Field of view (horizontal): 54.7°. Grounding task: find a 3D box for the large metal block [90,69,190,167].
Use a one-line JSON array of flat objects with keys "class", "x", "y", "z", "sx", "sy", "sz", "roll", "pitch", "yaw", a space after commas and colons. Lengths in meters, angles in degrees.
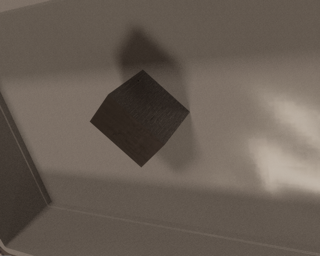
[{"class": "large metal block", "x": -0.022, "y": -0.014, "z": 0.375, "sx": 0.080, "sy": 0.080, "sz": 0.050, "roll": 42, "pitch": 129, "yaw": -1}]
